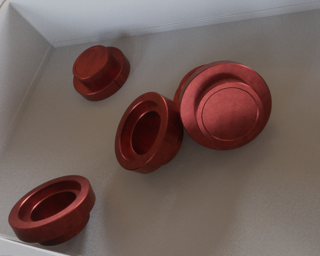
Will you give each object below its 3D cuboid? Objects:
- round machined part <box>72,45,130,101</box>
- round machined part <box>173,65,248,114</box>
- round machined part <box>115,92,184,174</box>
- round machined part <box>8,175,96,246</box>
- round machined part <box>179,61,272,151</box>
[{"bbox_3d":[-0.102,-0.096,0.505,0.098,0.042,0.098,-13,56,20],"label":"round machined part"},{"bbox_3d":[0.061,-0.041,0.387,0.098,0.042,0.098,-13,56,20],"label":"round machined part"},{"bbox_3d":[-0.009,0.009,0.379,0.098,0.042,0.098,-26,53,40],"label":"round machined part"},{"bbox_3d":[-0.125,0.103,0.377,0.098,0.042,0.098,-14,23,6],"label":"round machined part"},{"bbox_3d":[0.071,-0.020,0.330,0.098,0.098,0.042,-29,17,10],"label":"round machined part"}]
